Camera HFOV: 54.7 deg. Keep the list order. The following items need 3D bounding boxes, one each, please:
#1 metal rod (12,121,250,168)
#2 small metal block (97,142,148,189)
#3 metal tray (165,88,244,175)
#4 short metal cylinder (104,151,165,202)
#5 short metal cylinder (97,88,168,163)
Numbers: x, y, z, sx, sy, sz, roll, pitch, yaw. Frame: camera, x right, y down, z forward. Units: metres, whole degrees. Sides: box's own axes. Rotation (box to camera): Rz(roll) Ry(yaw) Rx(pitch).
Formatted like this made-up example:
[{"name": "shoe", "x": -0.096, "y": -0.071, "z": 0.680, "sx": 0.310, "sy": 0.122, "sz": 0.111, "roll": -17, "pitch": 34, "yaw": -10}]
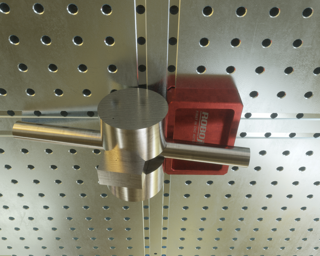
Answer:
[{"name": "metal rod", "x": -0.040, "y": 0.020, "z": 0.397, "sx": 0.302, "sy": 0.025, "sz": 0.025, "roll": 7, "pitch": 131, "yaw": 6}, {"name": "small metal block", "x": -0.042, "y": 0.043, "z": 0.368, "sx": 0.050, "sy": 0.050, "sz": 0.025, "roll": 6, "pitch": 130, "yaw": 6}, {"name": "metal tray", "x": 0.053, "y": 0.009, "z": 0.417, "sx": 0.091, "sy": 0.030, "sz": 0.129, "roll": 1, "pitch": 130, "yaw": -1}, {"name": "short metal cylinder", "x": -0.034, "y": 0.052, "z": 0.418, "sx": 0.081, "sy": 0.080, "sz": 0.050, "roll": 1, "pitch": 130, "yaw": -1}, {"name": "short metal cylinder", "x": -0.031, "y": -0.005, "z": 0.369, "sx": 0.081, "sy": 0.080, "sz": 0.050, "roll": 1, "pitch": 130, "yaw": -1}]
